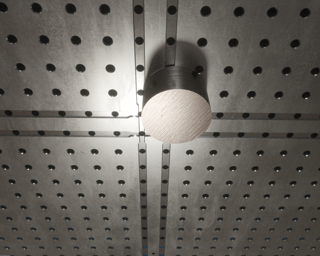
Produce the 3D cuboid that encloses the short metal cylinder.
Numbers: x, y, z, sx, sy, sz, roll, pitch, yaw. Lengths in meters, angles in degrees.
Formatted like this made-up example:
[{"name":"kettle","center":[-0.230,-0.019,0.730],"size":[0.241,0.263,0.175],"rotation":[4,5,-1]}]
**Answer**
[{"name":"short metal cylinder","center":[0.019,-0.027,0.373],"size":[0.081,0.050,0.079],"rotation":[-1,130,0]}]
